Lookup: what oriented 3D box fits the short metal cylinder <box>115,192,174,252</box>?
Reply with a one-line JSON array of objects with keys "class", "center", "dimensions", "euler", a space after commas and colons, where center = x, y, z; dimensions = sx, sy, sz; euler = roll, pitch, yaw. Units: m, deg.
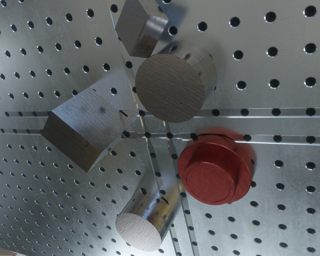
[{"class": "short metal cylinder", "center": [-0.024, 0.151, 0.499], "dimensions": [0.080, 0.050, 0.079], "euler": [13, 124, 20]}]

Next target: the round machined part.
[{"class": "round machined part", "center": [0.068, 0.061, 0.401], "dimensions": [0.098, 0.042, 0.097], "euler": [13, 124, 20]}]

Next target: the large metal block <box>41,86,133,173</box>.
[{"class": "large metal block", "center": [-0.098, 0.000, 0.426], "dimensions": [0.080, 0.080, 0.050], "euler": [40, 129, 0]}]

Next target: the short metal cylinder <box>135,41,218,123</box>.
[{"class": "short metal cylinder", "center": [0.019, -0.052, 0.351], "dimensions": [0.080, 0.050, 0.079], "euler": [13, 124, 20]}]

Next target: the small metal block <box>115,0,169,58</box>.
[{"class": "small metal block", "center": [-0.022, -0.112, 0.336], "dimensions": [0.050, 0.025, 0.050], "euler": [-58, 47, 39]}]
